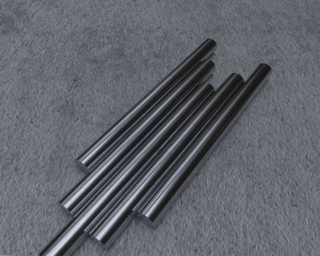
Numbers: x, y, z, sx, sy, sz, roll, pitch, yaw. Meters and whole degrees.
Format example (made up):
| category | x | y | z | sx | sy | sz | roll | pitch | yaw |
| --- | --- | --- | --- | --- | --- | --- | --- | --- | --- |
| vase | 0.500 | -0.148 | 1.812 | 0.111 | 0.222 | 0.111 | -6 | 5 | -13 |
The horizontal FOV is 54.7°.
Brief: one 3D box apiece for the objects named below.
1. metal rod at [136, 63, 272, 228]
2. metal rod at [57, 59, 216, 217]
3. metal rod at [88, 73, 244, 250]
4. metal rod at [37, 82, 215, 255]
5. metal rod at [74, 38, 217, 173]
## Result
| category | x | y | z | sx | sy | sz | roll | pitch | yaw |
| --- | --- | --- | --- | --- | --- | --- | --- | --- | --- |
| metal rod | 0.073 | 0.003 | 0.402 | 0.025 | 0.025 | 0.301 | 29 | 56 | 22 |
| metal rod | -0.012 | -0.005 | 0.409 | 0.025 | 0.025 | 0.301 | 29 | 56 | 22 |
| metal rod | 0.026 | 0.021 | 0.387 | 0.025 | 0.025 | 0.301 | 29 | 56 | 22 |
| metal rod | -0.019 | 0.036 | 0.374 | 0.025 | 0.025 | 0.301 | 29 | 56 | 22 |
| metal rod | -0.003 | -0.047 | 0.444 | 0.025 | 0.025 | 0.301 | 29 | 56 | 22 |
